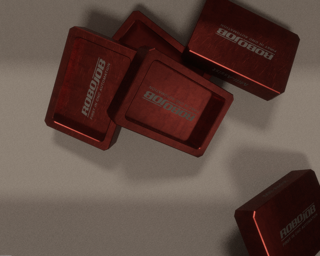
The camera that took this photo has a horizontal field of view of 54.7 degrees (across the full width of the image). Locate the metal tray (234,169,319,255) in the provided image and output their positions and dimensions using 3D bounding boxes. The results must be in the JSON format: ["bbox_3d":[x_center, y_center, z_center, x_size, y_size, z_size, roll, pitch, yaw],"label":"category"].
[{"bbox_3d":[0.157,0.115,0.378,0.131,0.030,0.090,-21,90,-34],"label":"metal tray"}]

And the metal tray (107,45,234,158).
[{"bbox_3d":[0.016,-0.027,0.366,0.131,0.030,0.090,24,98,-31],"label":"metal tray"}]

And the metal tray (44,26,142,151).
[{"bbox_3d":[-0.081,-0.048,0.384,0.090,0.030,0.129,23,108,4],"label":"metal tray"}]

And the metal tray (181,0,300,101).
[{"bbox_3d":[0.103,-0.102,0.392,0.131,0.030,0.090,24,73,-5],"label":"metal tray"}]

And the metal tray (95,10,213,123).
[{"bbox_3d":[-0.008,-0.078,0.408,0.130,0.030,0.090,38,90,-1],"label":"metal tray"}]
